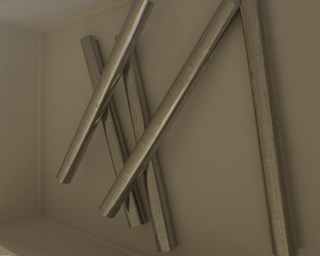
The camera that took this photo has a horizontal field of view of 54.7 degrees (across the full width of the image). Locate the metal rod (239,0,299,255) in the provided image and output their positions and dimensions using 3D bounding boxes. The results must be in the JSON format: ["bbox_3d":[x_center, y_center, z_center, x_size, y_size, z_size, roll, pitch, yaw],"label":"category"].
[{"bbox_3d":[0.108,-0.025,0.316,0.025,0.025,0.298,-10,84,39],"label":"metal rod"}]

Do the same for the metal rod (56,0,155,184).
[{"bbox_3d":[-0.086,-0.040,0.440,0.025,0.025,0.298,43,116,31],"label":"metal rod"}]

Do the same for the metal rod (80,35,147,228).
[{"bbox_3d":[-0.073,-0.004,0.464,0.025,0.025,0.299,-27,73,36],"label":"metal rod"}]

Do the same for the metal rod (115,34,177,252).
[{"bbox_3d":[-0.022,0.012,0.422,0.025,0.025,0.298,-20,78,38],"label":"metal rod"}]

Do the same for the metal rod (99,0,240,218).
[{"bbox_3d":[0.005,-0.012,0.378,0.025,0.025,0.298,40,107,32],"label":"metal rod"}]
